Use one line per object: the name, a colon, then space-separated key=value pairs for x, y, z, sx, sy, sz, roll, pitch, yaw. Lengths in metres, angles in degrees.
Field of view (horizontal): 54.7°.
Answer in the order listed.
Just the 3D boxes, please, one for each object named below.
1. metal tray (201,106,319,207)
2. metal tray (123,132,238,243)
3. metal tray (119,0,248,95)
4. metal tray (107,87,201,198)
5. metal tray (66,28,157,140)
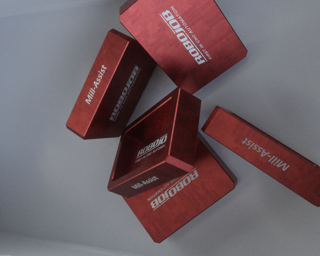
metal tray: x=0.115 y=0.025 z=0.335 sx=0.130 sy=0.090 sz=0.030 roll=35 pitch=101 yaw=16
metal tray: x=0.021 y=0.074 z=0.400 sx=0.130 sy=0.030 sz=0.090 roll=-41 pitch=77 yaw=15
metal tray: x=0.028 y=-0.109 z=0.354 sx=0.090 sy=0.030 sz=0.130 roll=-35 pitch=123 yaw=17
metal tray: x=-0.010 y=0.021 z=0.354 sx=0.129 sy=0.030 sz=0.090 roll=-34 pitch=37 yaw=48
metal tray: x=-0.056 y=-0.050 z=0.393 sx=0.030 sy=0.090 sz=0.129 roll=31 pitch=101 yaw=19
